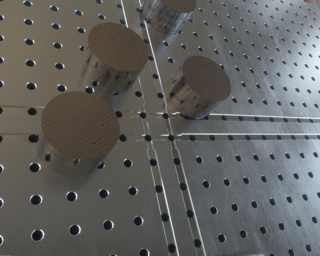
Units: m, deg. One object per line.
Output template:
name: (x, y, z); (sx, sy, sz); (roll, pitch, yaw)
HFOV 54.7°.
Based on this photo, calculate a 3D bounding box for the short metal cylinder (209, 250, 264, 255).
short metal cylinder: (0.080, 0.169, 0.312); (0.050, 0.080, 0.080); (5, 60, -26)

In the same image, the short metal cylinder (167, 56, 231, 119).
short metal cylinder: (0.057, -0.060, 0.459); (0.081, 0.050, 0.080); (14, 56, -21)

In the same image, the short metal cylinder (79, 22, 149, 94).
short metal cylinder: (-0.062, -0.093, 0.415); (0.081, 0.050, 0.080); (14, 56, -21)

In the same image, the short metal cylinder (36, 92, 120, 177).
short metal cylinder: (-0.090, 0.007, 0.339); (0.081, 0.050, 0.080); (14, 56, -21)

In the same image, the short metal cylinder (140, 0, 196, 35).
short metal cylinder: (0.014, -0.206, 0.525); (0.081, 0.050, 0.080); (14, 56, -21)
